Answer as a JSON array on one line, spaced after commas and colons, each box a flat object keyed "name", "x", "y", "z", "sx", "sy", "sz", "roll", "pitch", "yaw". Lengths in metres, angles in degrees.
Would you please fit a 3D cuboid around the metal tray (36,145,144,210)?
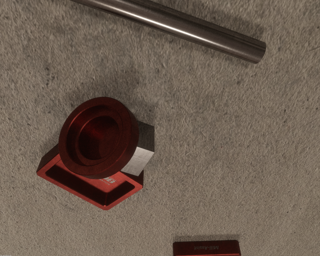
[{"name": "metal tray", "x": -0.100, "y": 0.066, "z": 0.458, "sx": 0.090, "sy": 0.030, "sz": 0.130, "roll": -37, "pitch": 122, "yaw": 27}]

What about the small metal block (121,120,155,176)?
[{"name": "small metal block", "x": -0.030, "y": 0.027, "z": 0.413, "sx": 0.025, "sy": 0.050, "sz": 0.050, "roll": 20, "pitch": 127, "yaw": -17}]

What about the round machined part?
[{"name": "round machined part", "x": -0.070, "y": 0.015, "z": 0.377, "sx": 0.098, "sy": 0.098, "sz": 0.042, "roll": -19, "pitch": 153, "yaw": 14}]

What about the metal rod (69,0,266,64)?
[{"name": "metal rod", "x": -0.033, "y": -0.120, "z": 0.304, "sx": 0.302, "sy": 0.025, "sz": 0.025, "roll": 15, "pitch": 128, "yaw": -13}]

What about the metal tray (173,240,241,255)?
[{"name": "metal tray", "x": 0.093, "y": 0.268, "z": 0.633, "sx": 0.131, "sy": 0.030, "sz": 0.089, "roll": -2, "pitch": 130, "yaw": 1}]
